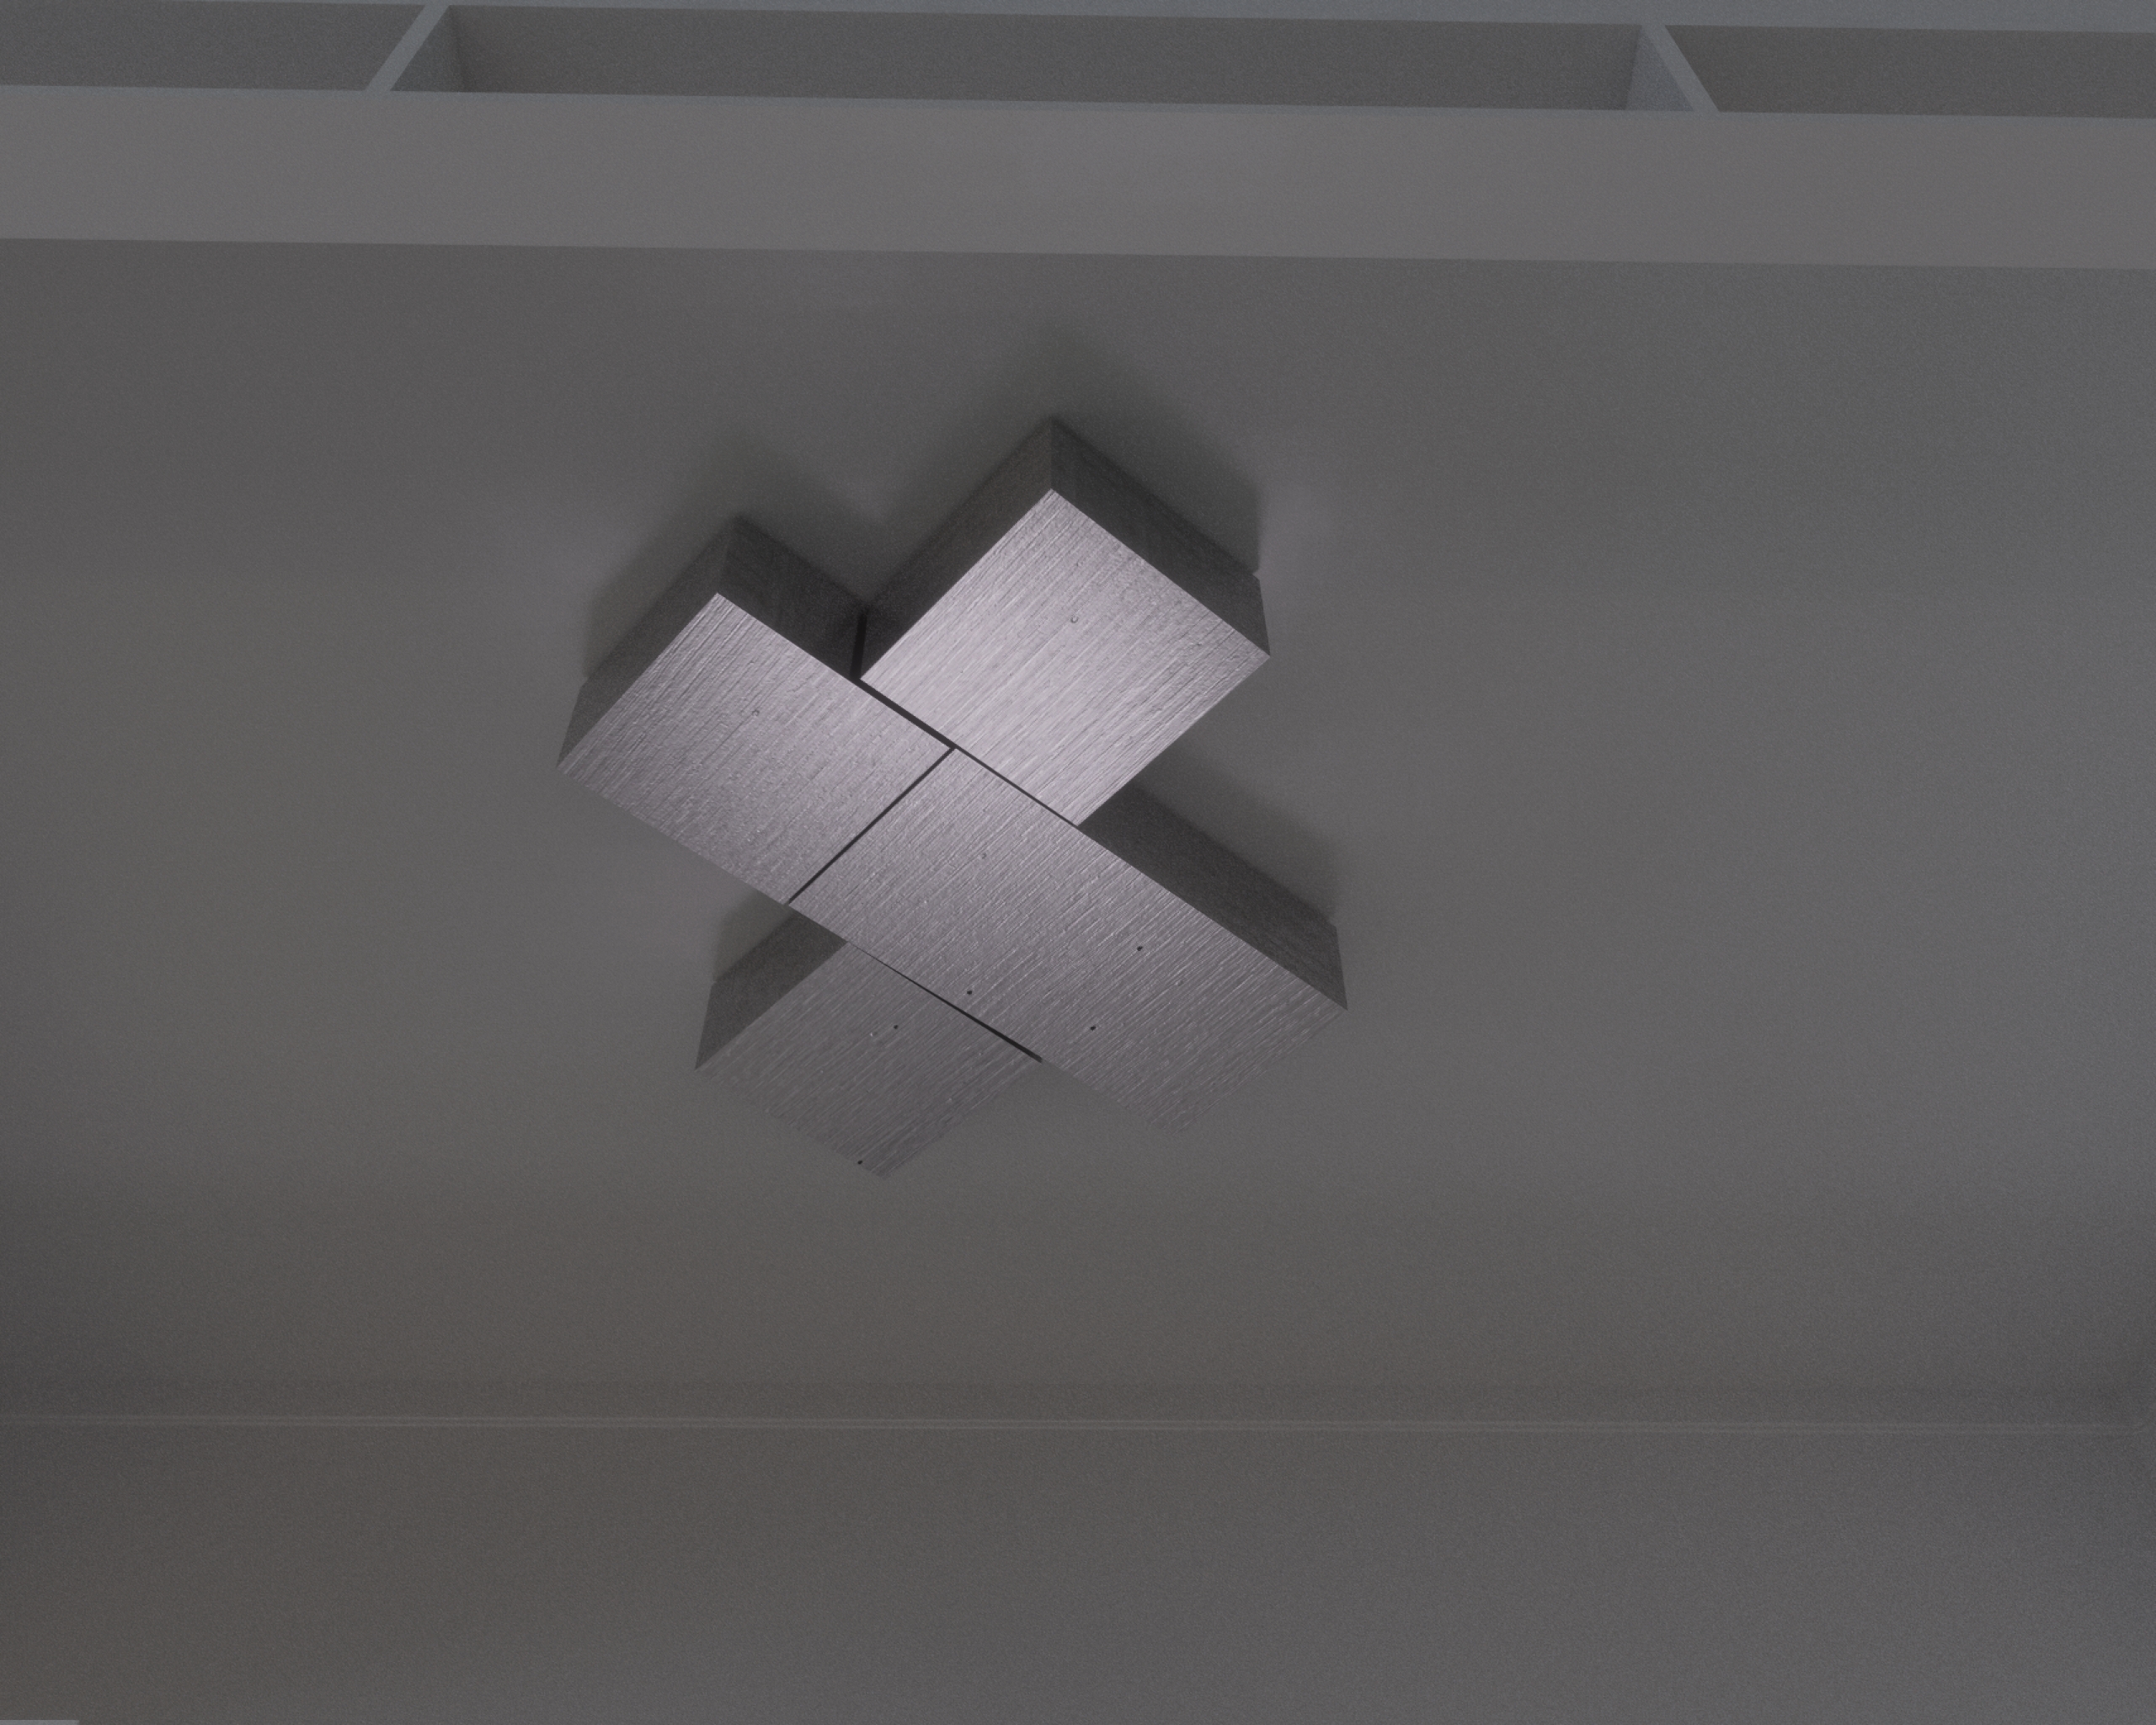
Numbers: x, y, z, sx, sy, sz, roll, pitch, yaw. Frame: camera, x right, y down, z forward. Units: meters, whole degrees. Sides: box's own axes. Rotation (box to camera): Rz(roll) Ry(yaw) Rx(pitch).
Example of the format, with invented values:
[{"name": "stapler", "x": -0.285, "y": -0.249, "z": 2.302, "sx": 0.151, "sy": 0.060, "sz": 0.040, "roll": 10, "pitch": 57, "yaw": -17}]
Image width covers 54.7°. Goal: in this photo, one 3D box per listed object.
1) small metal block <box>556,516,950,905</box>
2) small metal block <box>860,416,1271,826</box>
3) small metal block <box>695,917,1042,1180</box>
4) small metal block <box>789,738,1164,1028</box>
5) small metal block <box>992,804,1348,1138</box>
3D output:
[{"name": "small metal block", "x": -0.058, "y": -0.027, "z": 0.383, "sx": 0.050, "sy": 0.025, "sz": 0.050, "roll": 34, "pitch": 122, "yaw": -26}, {"name": "small metal block", "x": -0.002, "y": -0.042, "z": 0.370, "sx": 0.050, "sy": 0.025, "sz": 0.050, "roll": 34, "pitch": 121, "yaw": -26}, {"name": "small metal block", "x": -0.043, "y": 0.034, "z": 0.435, "sx": 0.050, "sy": 0.025, "sz": 0.050, "roll": 35, "pitch": 123, "yaw": -26}, {"name": "small metal block", "x": -0.019, "y": -0.002, "z": 0.404, "sx": 0.050, "sy": 0.025, "sz": 0.050, "roll": 34, "pitch": 122, "yaw": -26}, {"name": "small metal block", "x": 0.018, "y": 0.023, "z": 0.426, "sx": 0.050, "sy": 0.025, "sz": 0.050, "roll": 34, "pitch": 122, "yaw": -26}]
